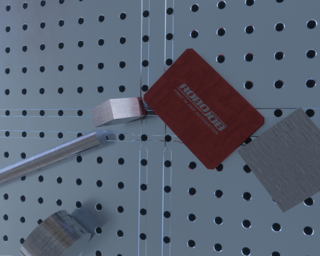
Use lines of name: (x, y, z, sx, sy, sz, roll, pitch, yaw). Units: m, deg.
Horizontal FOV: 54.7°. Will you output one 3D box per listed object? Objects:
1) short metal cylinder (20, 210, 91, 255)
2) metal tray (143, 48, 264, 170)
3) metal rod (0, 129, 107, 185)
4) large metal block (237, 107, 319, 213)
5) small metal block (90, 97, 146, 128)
short metal cylinder: (-0.144, 0.163, 0.432, 0.050, 0.080, 0.080, 37, 102, 16)
metal tray: (0.053, -0.024, 0.391, 0.090, 0.030, 0.130, -46, 76, 14)
metal rod: (-0.217, 0.064, 0.486, 0.300, 0.025, 0.025, -21, 83, 18)
large metal block: (0.147, 0.034, 0.348, 0.080, 0.050, 0.080, -38, 78, 15)
small metal block: (-0.055, -0.021, 0.408, 0.050, 0.050, 0.025, -18, 84, 48)
